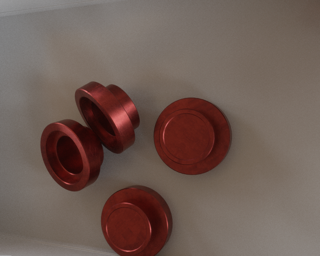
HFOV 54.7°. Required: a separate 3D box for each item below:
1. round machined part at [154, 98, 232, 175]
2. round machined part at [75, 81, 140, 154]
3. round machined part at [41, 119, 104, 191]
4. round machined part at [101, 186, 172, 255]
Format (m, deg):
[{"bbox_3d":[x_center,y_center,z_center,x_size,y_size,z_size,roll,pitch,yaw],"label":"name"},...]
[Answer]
[{"bbox_3d":[0.038,0.011,0.388,0.098,0.042,0.097,0,90,19],"label":"round machined part"},{"bbox_3d":[-0.064,-0.018,0.404,0.042,0.098,0.098,-37,75,-27],"label":"round machined part"},{"bbox_3d":[-0.117,0.034,0.430,0.098,0.042,0.097,12,112,32],"label":"round machined part"},{"bbox_3d":[-0.036,0.129,0.413,0.098,0.042,0.097,0,90,19],"label":"round machined part"}]
